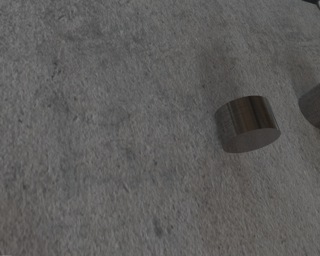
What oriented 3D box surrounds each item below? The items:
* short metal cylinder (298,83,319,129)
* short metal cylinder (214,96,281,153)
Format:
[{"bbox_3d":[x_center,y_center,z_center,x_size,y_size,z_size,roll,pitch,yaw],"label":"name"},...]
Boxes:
[{"bbox_3d":[0.313,-0.043,0.587,0.081,0.050,0.080,14,56,-21],"label":"short metal cylinder"},{"bbox_3d":[0.122,-0.003,0.438,0.081,0.080,0.050,3,60,-27],"label":"short metal cylinder"}]
